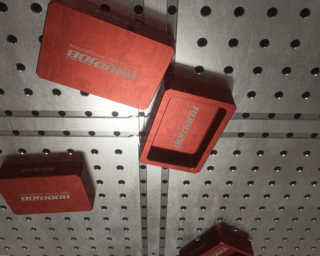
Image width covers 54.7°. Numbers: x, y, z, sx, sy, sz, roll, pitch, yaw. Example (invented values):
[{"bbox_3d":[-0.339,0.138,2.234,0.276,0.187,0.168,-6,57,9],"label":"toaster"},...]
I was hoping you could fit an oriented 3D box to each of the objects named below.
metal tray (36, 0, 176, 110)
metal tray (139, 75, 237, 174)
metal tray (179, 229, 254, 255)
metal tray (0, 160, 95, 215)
[{"bbox_3d":[-0.060,-0.079,0.340,0.131,0.030,0.089,17,128,-15],"label":"metal tray"},{"bbox_3d":[0.031,0.001,0.409,0.091,0.030,0.129,13,129,-11],"label":"metal tray"},{"bbox_3d":[0.112,0.260,0.631,0.090,0.030,0.129,28,124,-23],"label":"metal tray"},{"bbox_3d":[-0.177,0.096,0.487,0.131,0.030,0.089,-4,130,2],"label":"metal tray"}]
